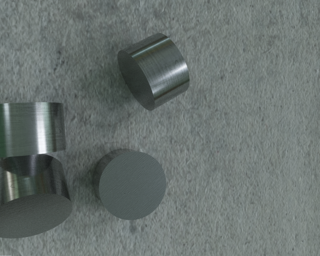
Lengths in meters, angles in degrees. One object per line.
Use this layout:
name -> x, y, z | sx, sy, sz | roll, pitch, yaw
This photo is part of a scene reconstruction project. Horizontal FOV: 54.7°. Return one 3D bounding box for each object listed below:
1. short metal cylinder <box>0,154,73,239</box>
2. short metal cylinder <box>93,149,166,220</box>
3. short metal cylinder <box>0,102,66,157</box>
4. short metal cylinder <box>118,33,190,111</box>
short metal cylinder -> -0.137, 0.071, 0.323 | 0.081, 0.079, 0.050 | -13, 50, -20
short metal cylinder -> -0.039, 0.067, 0.382 | 0.081, 0.050, 0.079 | 0, 90, -21
short metal cylinder -> -0.143, 0.001, 0.327 | 0.081, 0.080, 0.050 | -4, 92, -20
short metal cylinder -> -0.009, -0.068, 0.377 | 0.050, 0.080, 0.080 | -31, 101, -18
